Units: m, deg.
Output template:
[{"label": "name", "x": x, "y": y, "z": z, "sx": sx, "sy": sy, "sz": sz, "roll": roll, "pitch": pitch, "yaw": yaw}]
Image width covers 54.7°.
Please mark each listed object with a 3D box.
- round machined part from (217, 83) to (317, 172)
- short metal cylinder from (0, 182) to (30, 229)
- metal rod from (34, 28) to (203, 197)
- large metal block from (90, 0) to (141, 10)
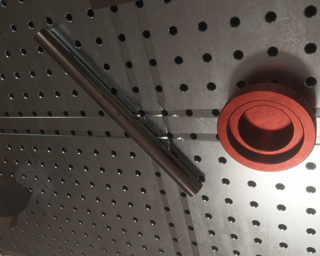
[{"label": "round machined part", "x": 0.116, "y": -0.004, "z": 0.336, "sx": 0.098, "sy": 0.042, "sz": 0.097, "roll": 13, "pitch": 124, "yaw": 20}, {"label": "short metal cylinder", "x": -0.315, "y": 0.159, "z": 0.636, "sx": 0.080, "sy": 0.080, "sz": 0.050, "roll": 34, "pitch": 129, "yaw": 5}, {"label": "metal rod", "x": -0.054, "y": -0.019, "z": 0.426, "sx": 0.300, "sy": 0.025, "sz": 0.025, "roll": 45, "pitch": 129, "yaw": -4}, {"label": "large metal block", "x": -0.033, "y": -0.169, "z": 0.307, "sx": 0.080, "sy": 0.050, "sz": 0.080, "roll": 1, "pitch": 119, "yaw": 27}]
